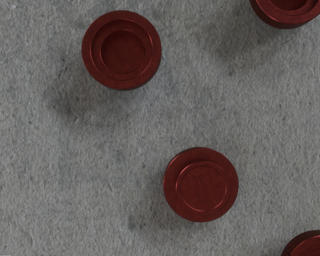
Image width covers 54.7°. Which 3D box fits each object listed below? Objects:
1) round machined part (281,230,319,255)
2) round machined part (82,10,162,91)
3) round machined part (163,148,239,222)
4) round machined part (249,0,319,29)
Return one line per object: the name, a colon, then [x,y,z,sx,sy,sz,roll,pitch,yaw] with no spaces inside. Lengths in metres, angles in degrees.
round machined part: [0.204,0.181,0.404,0.099,0.042,0.097,0,90,-1]
round machined part: [-0.047,-0.096,0.401,0.099,0.042,0.097,0,90,-1]
round machined part: [0.053,0.074,0.402,0.099,0.042,0.097,0,90,-1]
round machined part: [0.164,-0.177,0.404,0.099,0.042,0.097,0,90,-1]
